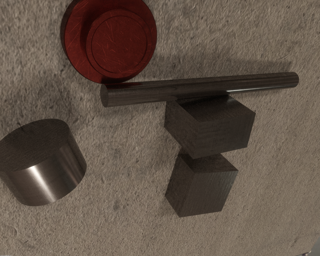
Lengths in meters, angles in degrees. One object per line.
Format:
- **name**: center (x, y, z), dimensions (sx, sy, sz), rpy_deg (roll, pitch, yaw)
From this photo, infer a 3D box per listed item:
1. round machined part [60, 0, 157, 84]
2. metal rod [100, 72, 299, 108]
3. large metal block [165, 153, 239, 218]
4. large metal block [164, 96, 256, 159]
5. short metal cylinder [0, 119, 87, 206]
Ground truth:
- **round machined part**: center (-0.047, -0.090, 0.316), dimensions (0.099, 0.042, 0.097), rpy_deg (-14, 124, -21)
- **metal rod**: center (0.072, -0.054, 0.401), dimensions (0.303, 0.025, 0.025), rpy_deg (-9, 122, -29)
- **large metal block**: center (0.063, 0.087, 0.481), dimensions (0.081, 0.050, 0.079), rpy_deg (1, 118, -29)
- **large metal block**: center (0.061, -0.010, 0.400), dimensions (0.081, 0.080, 0.050), rpy_deg (-9, 123, -24)
- **short metal cylinder**: center (-0.125, 0.034, 0.325), dimensions (0.081, 0.080, 0.050), rpy_deg (-25, 128, -14)
